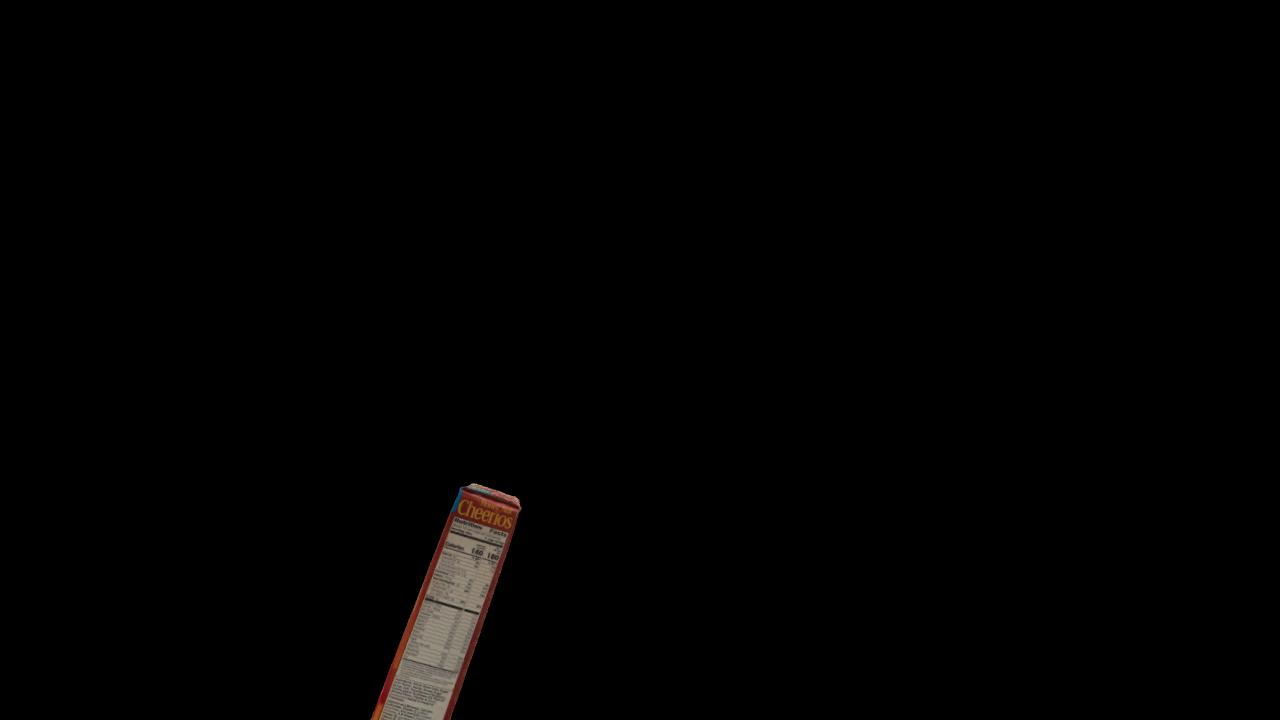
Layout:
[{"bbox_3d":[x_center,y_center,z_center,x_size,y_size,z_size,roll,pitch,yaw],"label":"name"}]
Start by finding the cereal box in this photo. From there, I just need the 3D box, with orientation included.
[{"bbox_3d":[-0.224,0.300,0.717,0.081,0.306,0.203,19,-12,-9],"label":"cereal box"}]
